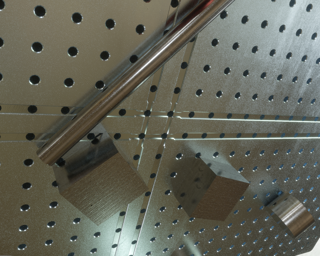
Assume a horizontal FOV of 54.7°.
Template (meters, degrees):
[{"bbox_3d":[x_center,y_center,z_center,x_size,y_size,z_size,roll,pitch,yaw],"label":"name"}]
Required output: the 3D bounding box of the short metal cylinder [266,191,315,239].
[{"bbox_3d":[0.262,0.175,0.627,0.050,0.080,0.080,-38,129,-3],"label":"short metal cylinder"}]

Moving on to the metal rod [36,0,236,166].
[{"bbox_3d":[-0.022,-0.066,0.358,0.300,0.025,0.025,-42,129,1],"label":"metal rod"}]

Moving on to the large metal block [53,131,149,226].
[{"bbox_3d":[-0.074,0.065,0.395,0.080,0.050,0.080,-36,129,-5],"label":"large metal block"}]

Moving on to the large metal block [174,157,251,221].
[{"bbox_3d":[0.085,0.101,0.503,0.081,0.050,0.080,18,109,-35],"label":"large metal block"}]
